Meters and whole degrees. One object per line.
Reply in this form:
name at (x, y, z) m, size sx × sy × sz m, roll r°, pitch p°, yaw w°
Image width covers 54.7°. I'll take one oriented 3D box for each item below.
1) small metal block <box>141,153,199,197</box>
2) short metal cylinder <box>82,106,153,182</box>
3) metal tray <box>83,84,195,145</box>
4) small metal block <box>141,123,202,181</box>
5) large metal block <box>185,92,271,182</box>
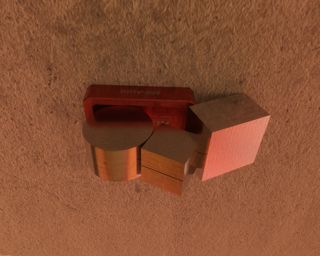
small metal block at (0.012, 0.045, 0.361) m, size 0.050 × 0.050 × 0.025 m, roll 19°, pitch 131°, yaw 18°
short metal cylinder at (-0.048, 0.017, 0.370) m, size 0.081 × 0.080 × 0.050 m, roll 1°, pitch 130°, yaw -1°
metal tray at (-0.025, -0.009, 0.397) m, size 0.131 × 0.030 × 0.089 m, roll 2°, pitch 130°, yaw -2°
small metal block at (0.013, 0.025, 0.345) m, size 0.050 × 0.050 × 0.025 m, roll 19°, pitch 131°, yaw 18°
large metal block at (0.078, 0.010, 0.383) m, size 0.081 × 0.050 × 0.079 m, roll -15°, pitch 134°, yaw -22°
